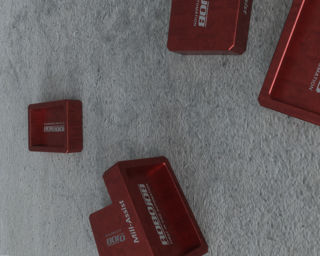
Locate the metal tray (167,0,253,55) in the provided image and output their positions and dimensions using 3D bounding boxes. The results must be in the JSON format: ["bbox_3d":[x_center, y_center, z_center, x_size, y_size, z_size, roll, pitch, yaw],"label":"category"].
[{"bbox_3d":[0.058,-0.151,0.354,0.090,0.030,0.129,11,97,39],"label":"metal tray"}]

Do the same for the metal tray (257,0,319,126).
[{"bbox_3d":[0.153,-0.068,0.274,0.090,0.030,0.129,26,107,37],"label":"metal tray"}]

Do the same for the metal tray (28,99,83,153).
[{"bbox_3d":[-0.192,-0.002,0.560,0.130,0.030,0.089,-2,89,40],"label":"metal tray"}]

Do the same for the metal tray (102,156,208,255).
[{"bbox_3d":[-0.004,0.100,0.366,0.030,0.091,0.130,-39,67,33],"label":"metal tray"}]

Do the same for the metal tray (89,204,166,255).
[{"bbox_3d":[-0.041,0.146,0.436,0.130,0.030,0.090,-32,70,35],"label":"metal tray"}]
